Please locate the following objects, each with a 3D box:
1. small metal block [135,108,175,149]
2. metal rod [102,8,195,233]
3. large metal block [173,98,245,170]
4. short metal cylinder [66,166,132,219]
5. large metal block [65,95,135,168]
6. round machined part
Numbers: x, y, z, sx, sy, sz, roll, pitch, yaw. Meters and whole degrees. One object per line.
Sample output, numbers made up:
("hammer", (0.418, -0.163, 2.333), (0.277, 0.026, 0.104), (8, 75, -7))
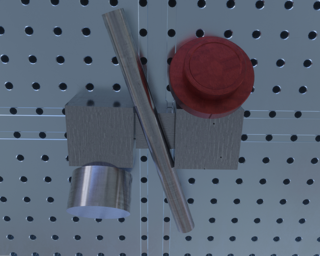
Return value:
("small metal block", (-0.006, 0.000, 0.414), (0.050, 0.025, 0.050), (1, 110, -1))
("metal rod", (-0.008, 0.006, 0.388), (0.025, 0.025, 0.298), (-16, 110, 6))
("large metal block", (0.059, 0.007, 0.404), (0.081, 0.050, 0.079), (1, 110, -1))
("short metal cylinder", (-0.078, 0.087, 0.408), (0.080, 0.050, 0.080), (1, 153, 1))
("large metal block", (-0.073, 0.003, 0.401), (0.081, 0.050, 0.079), (2, 110, -1))
("round machined part", (0.060, -0.063, 0.355), (0.099, 0.042, 0.098), (0, 75, -1))
